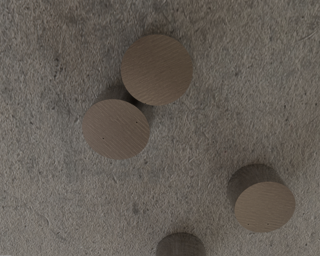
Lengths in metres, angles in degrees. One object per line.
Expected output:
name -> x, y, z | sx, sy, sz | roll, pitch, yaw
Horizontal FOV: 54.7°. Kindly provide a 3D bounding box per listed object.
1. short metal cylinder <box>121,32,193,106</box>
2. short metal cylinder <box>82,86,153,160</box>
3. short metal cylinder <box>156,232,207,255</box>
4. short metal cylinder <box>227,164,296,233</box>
short metal cylinder -> -0.003, -0.072, 0.370 | 0.081, 0.050, 0.079 | 0, 110, 0
short metal cylinder -> -0.051, -0.007, 0.389 | 0.080, 0.050, 0.079 | 1, 116, 3
short metal cylinder -> 0.033, 0.209, 0.474 | 0.081, 0.050, 0.079 | 0, 110, 0
short metal cylinder -> 0.139, 0.097, 0.433 | 0.081, 0.050, 0.079 | 0, 110, 0
